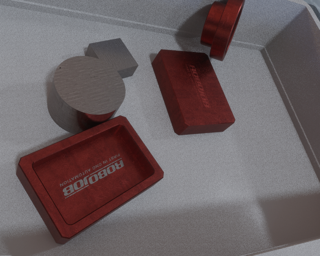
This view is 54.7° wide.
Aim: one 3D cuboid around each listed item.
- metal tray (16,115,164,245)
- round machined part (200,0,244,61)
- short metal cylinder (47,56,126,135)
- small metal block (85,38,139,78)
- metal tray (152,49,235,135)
[{"bbox_3d":[-0.070,0.049,0.335,0.131,0.030,0.090,-27,77,-37],"label":"metal tray"},{"bbox_3d":[0.094,-0.158,0.484,0.042,0.097,0.098,21,51,9],"label":"round machined part"},{"bbox_3d":[-0.087,-0.038,0.367,0.081,0.050,0.080,14,56,-21],"label":"short metal cylinder"},{"bbox_3d":[-0.067,-0.093,0.428,0.050,0.025,0.050,-24,75,-37],"label":"small metal block"},{"bbox_3d":[0.049,-0.055,0.465,0.091,0.030,0.130,-4,64,-30],"label":"metal tray"}]
